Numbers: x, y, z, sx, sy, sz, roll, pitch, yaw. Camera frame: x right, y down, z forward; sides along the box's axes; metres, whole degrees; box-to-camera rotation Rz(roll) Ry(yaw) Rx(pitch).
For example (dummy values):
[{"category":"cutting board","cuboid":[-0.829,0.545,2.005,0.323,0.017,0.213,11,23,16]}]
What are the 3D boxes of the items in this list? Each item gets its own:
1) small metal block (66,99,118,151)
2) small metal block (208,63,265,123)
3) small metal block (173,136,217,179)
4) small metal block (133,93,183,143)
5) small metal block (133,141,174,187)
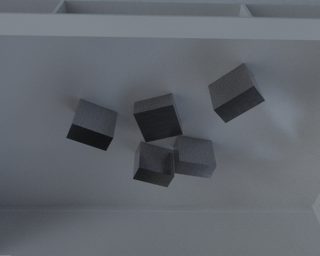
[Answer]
[{"category":"small metal block","cuboid":[-0.084,-0.004,0.388,0.050,0.050,0.025,21,127,-17]},{"category":"small metal block","cuboid":[0.087,-0.041,0.359,0.050,0.050,0.025,-32,123,24]},{"category":"small metal block","cuboid":[0.047,0.039,0.427,0.050,0.050,0.025,10,129,-9]},{"category":"small metal block","cuboid":[-0.002,-0.012,0.399,0.050,0.025,0.050,-13,129,10]},{"category":"small metal block","cuboid":[-0.009,0.051,0.436,0.050,0.050,0.025,16,128,-14]}]
